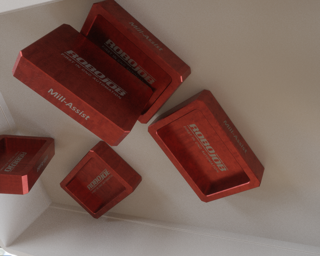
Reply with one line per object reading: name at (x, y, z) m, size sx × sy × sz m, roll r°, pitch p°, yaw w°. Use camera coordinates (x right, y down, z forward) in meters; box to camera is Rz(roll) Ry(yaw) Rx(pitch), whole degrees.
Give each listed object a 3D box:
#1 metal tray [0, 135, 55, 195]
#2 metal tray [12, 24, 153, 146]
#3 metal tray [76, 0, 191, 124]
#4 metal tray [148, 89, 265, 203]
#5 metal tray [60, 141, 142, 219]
metal tray at (-0.223, 0.050, 0.468) m, size 0.091 × 0.130 × 0.030 m, roll 4°, pitch 111°, yaw -3°
metal tray at (-0.078, -0.050, 0.344) m, size 0.130 × 0.090 × 0.030 m, roll 37°, pitch 129°, yaw -10°
metal tray at (-0.039, -0.078, 0.376) m, size 0.130 × 0.030 × 0.090 m, roll 41°, pitch 129°, yaw -1°
metal tray at (0.057, 0.027, 0.390) m, size 0.090 × 0.030 × 0.130 m, roll -29°, pitch 103°, yaw 37°
metal tray at (-0.101, 0.089, 0.511) m, size 0.090 × 0.030 × 0.129 m, roll 45°, pitch 129°, yaw -4°
